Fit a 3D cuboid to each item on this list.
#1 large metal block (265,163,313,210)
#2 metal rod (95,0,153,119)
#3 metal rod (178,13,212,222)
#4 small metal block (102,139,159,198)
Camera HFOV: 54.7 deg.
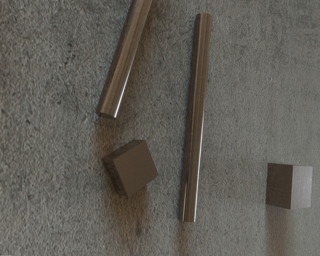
[{"bbox_3d":[0.253,0.112,0.605,0.081,0.050,0.080,8,85,-40],"label":"large metal block"},{"bbox_3d":[-0.023,-0.155,0.386,0.025,0.025,0.299,25,74,-38],"label":"metal rod"},{"bbox_3d":[0.052,-0.018,0.450,0.025,0.025,0.298,9,84,-40],"label":"metal rod"},{"bbox_3d":[-0.035,0.048,0.377,0.050,0.025,0.050,-32,110,-36],"label":"small metal block"}]
